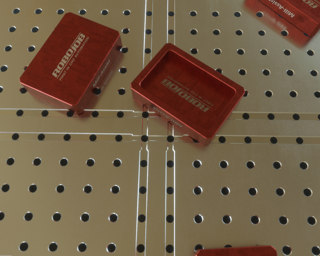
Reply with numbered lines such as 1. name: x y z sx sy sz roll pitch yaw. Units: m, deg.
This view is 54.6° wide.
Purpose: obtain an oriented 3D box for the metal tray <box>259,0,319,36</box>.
1. metal tray: 0.219 -0.215 0.488 0.130 0.030 0.090 43 75 14

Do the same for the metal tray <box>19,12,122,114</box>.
1. metal tray: -0.123 -0.095 0.443 0.090 0.030 0.130 24 72 8

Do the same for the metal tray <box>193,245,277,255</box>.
1. metal tray: 0.088 0.199 0.337 0.090 0.030 0.130 -3 70 -1

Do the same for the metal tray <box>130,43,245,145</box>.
1. metal tray: 0.037 -0.049 0.426 0.130 0.030 0.090 35 73 11
